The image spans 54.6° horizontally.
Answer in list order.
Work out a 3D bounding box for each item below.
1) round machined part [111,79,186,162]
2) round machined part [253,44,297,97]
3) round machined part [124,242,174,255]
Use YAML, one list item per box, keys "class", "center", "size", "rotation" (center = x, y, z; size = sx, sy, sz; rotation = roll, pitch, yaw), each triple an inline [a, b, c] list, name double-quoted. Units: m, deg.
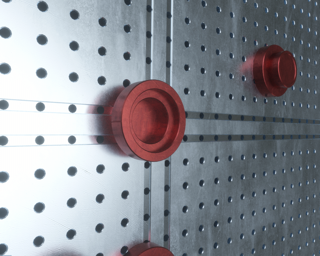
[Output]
- class: "round machined part"
  center: [-0.018, -0.009, 0.382]
  size: [0.099, 0.042, 0.097]
  rotation: [0, 90, -40]
- class: "round machined part"
  center: [0.221, -0.108, 0.581]
  size: [0.099, 0.042, 0.097]
  rotation: [0, 90, -40]
- class: "round machined part"
  center: [-0.011, 0.199, 0.388]
  size: [0.099, 0.042, 0.097]
  rotation: [0, 90, -40]
